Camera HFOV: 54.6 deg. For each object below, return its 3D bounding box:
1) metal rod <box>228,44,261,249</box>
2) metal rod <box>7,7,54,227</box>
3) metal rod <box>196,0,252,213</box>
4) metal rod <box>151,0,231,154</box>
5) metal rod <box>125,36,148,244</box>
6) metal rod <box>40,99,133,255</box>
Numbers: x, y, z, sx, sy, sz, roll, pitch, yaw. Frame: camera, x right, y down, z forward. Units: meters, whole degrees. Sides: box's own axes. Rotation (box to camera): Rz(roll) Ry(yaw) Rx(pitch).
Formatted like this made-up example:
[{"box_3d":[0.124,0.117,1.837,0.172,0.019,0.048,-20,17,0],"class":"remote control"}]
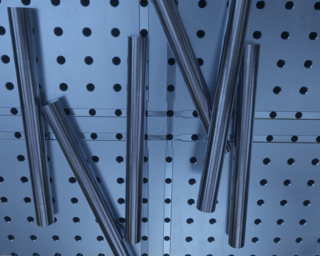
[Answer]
[{"box_3d":[0.113,0.038,0.427,0.025,0.025,0.298,-2,110,0],"class":"metal rod"},{"box_3d":[-0.168,0.000,0.411,0.025,0.025,0.298,1,110,-1],"class":"metal rod"},{"box_3d":[0.079,-0.039,0.378,0.025,0.025,0.298,7,102,-3],"class":"metal rod"},{"box_3d":[0.026,-0.098,0.377,0.025,0.025,0.299,-22,109,8],"class":"metal rod"},{"box_3d":[-0.034,0.030,0.423,0.025,0.025,0.298,3,110,-1],"class":"metal rod"},{"box_3d":[-0.094,0.100,0.449,0.025,0.025,0.299,-18,109,6],"class":"metal rod"}]
